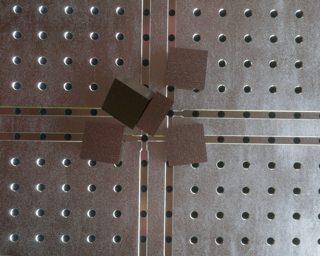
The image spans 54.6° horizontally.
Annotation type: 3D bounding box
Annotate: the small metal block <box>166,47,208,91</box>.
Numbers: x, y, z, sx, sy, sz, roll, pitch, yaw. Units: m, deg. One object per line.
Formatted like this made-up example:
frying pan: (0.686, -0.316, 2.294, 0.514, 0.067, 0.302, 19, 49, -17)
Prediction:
small metal block: (0.035, -0.078, 0.414, 0.050, 0.025, 0.050, 5, 90, 0)

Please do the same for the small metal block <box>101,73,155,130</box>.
small metal block: (-0.041, -0.034, 0.400, 0.050, 0.025, 0.050, 34, 121, 4)

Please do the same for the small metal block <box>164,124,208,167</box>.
small metal block: (0.034, 0.022, 0.414, 0.050, 0.025, 0.050, -7, 90, 0)

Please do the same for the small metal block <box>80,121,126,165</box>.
small metal block: (-0.075, 0.019, 0.413, 0.050, 0.025, 0.050, 9, 90, 0)

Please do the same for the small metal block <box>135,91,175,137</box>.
small metal block: (-0.006, -0.017, 0.401, 0.025, 0.050, 0.050, 31, 90, 0)
